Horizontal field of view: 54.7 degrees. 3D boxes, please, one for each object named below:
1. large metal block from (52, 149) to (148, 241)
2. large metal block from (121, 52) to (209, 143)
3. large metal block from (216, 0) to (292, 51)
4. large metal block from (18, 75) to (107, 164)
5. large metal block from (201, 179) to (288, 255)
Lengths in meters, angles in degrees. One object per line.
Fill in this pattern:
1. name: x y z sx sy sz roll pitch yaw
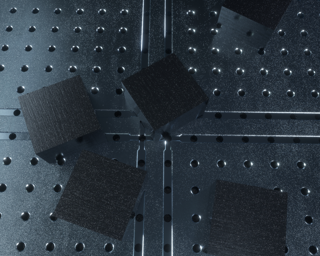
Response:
1. large metal block: -0.066 0.081 0.368 0.080 0.050 0.080 18 71 6
2. large metal block: 0.006 -0.040 0.413 0.080 0.050 0.080 -31 73 -11
3. large metal block: 0.142 -0.176 0.465 0.080 0.050 0.080 30 72 10
4. large metal block: -0.124 -0.011 0.401 0.080 0.050 0.080 -22 72 -8
5. large metal block: 0.097 0.110 0.359 0.080 0.050 0.080 10 70 3
